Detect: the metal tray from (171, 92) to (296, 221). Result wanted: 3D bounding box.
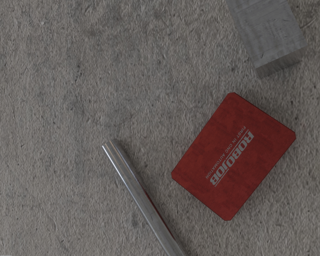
[{"bbox_3d":[0.086,0.034,0.376,0.090,0.030,0.129,38,102,16],"label":"metal tray"}]

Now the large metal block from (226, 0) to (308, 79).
[{"bbox_3d":[0.115,-0.105,0.339,0.050,0.080,0.080,-24,82,18],"label":"large metal block"}]

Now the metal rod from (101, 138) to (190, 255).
[{"bbox_3d":[0.010,0.144,0.405,0.025,0.025,0.299,-37,79,16],"label":"metal rod"}]
